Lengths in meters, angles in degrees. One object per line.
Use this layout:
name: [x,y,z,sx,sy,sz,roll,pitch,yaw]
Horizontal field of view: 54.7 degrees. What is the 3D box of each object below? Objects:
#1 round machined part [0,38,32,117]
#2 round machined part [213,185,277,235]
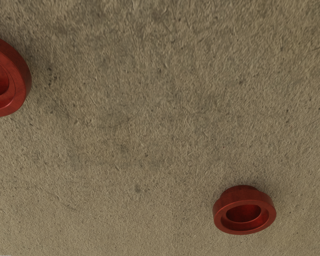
round machined part: [-0.192,-0.062,0.341,0.099,0.042,0.097,0,130,0]
round machined part: [0.135,0.131,0.509,0.099,0.042,0.097,0,130,0]
